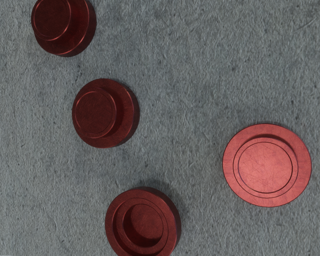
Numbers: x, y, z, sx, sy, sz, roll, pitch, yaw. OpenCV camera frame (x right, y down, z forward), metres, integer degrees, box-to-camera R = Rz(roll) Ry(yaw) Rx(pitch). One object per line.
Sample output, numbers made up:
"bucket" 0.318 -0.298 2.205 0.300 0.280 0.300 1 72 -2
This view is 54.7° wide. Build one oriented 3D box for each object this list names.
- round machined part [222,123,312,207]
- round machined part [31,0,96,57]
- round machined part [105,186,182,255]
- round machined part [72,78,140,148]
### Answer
"round machined part" 0.121 0.043 0.357 0.098 0.042 0.097 0 90 20
"round machined part" -0.146 -0.156 0.452 0.098 0.042 0.097 0 90 20
"round machined part" -0.019 0.125 0.407 0.098 0.042 0.097 0 90 20
"round machined part" -0.081 -0.020 0.429 0.098 0.042 0.097 0 90 20
